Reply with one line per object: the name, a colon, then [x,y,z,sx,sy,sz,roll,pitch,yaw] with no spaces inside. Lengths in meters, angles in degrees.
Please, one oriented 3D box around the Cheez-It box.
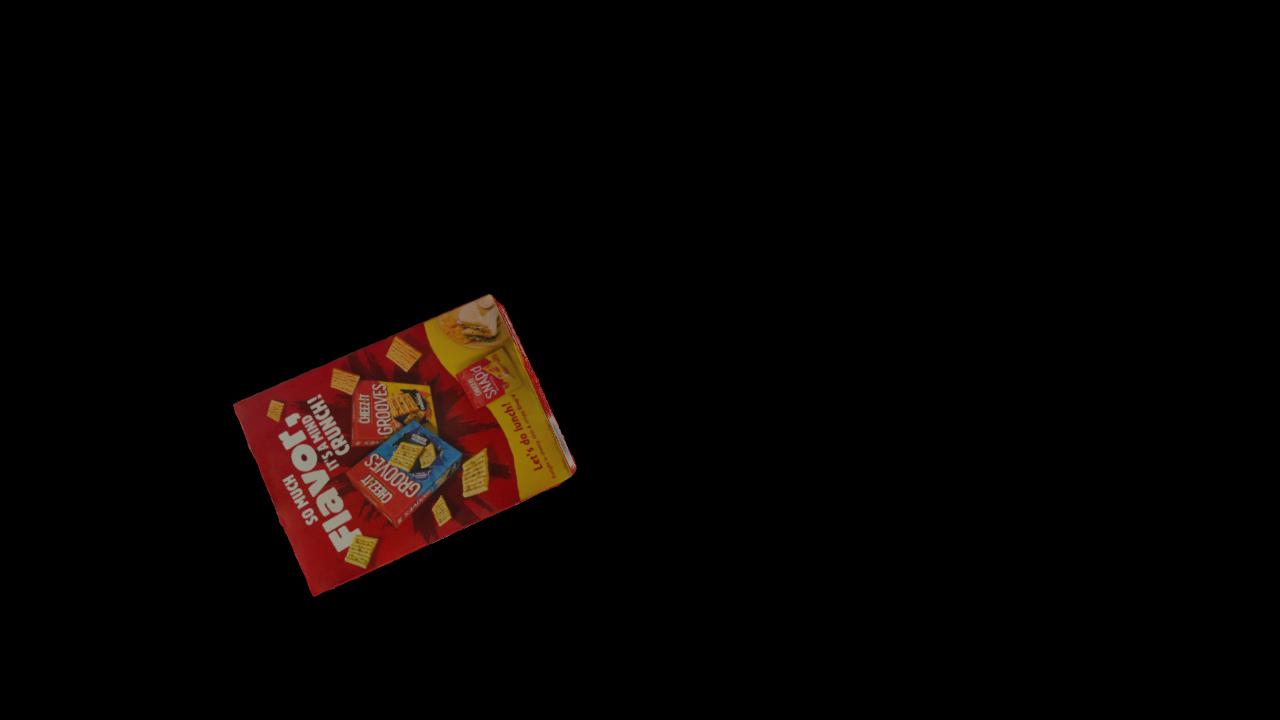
Cheez-It box: [-0.186,0.066,0.510,0.223,0.166,0.071,-25,-4,-5]
